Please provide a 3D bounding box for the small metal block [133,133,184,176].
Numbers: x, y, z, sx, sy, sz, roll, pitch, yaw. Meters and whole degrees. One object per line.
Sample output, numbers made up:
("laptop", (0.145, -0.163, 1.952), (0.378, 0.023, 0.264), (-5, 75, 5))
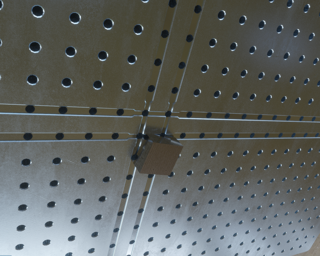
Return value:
("small metal block", (-0.003, 0.038, 0.435), (0.050, 0.025, 0.050), (10, 113, -33))
